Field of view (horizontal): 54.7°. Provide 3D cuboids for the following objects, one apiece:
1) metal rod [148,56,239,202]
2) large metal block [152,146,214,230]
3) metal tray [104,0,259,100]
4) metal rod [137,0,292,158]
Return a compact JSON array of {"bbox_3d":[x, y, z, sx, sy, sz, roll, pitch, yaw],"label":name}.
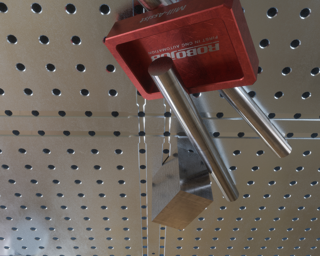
[{"bbox_3d":[0.059,0.026,0.397,0.025,0.025,0.300,-19,139,15],"label":"metal rod"},{"bbox_3d":[0.029,0.088,0.451,0.050,0.080,0.080,22,127,-18],"label":"large metal block"},{"bbox_3d":[0.022,-0.076,0.310,0.130,0.030,0.090,-5,139,30],"label":"metal tray"},{"bbox_3d":[0.077,-0.054,0.367,0.025,0.025,0.300,-34,123,25],"label":"metal rod"}]
